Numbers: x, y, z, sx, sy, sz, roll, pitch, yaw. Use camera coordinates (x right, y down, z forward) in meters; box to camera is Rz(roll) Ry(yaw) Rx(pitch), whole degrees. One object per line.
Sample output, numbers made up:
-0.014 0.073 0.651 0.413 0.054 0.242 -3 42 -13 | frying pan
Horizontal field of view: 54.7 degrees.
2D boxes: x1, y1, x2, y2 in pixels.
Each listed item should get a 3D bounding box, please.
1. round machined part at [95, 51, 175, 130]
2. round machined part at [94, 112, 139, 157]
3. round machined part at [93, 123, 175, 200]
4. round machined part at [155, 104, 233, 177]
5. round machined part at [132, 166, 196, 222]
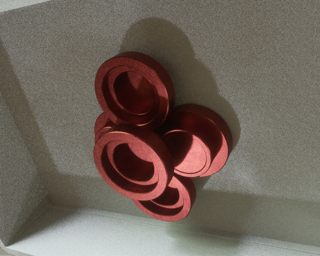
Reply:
-0.027 -0.046 0.379 0.098 0.042 0.097 13 124 20 | round machined part
-0.051 0.019 0.432 0.098 0.042 0.097 13 124 20 | round machined part
-0.028 0.037 0.376 0.098 0.042 0.097 13 124 20 | round machined part
0.037 0.022 0.388 0.098 0.042 0.097 13 124 20 | round machined part
0.005 0.082 0.442 0.098 0.042 0.097 13 124 20 | round machined part
